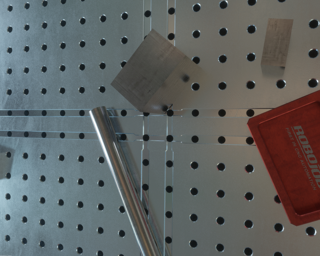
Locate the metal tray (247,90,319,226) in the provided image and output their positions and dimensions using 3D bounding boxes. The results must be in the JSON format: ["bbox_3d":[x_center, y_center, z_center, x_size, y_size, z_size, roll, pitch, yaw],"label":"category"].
[{"bbox_3d":[0.167,0.033,0.350,0.090,0.030,0.129,-24,82,18],"label":"metal tray"}]

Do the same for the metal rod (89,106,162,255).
[{"bbox_3d":[-0.035,0.111,0.424,0.025,0.025,0.299,-24,82,18],"label":"metal rod"}]

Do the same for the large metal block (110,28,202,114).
[{"bbox_3d":[-0.002,-0.065,0.384,0.050,0.080,0.080,43,103,15],"label":"large metal block"}]

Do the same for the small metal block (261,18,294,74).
[{"bbox_3d":[0.133,-0.091,0.352,0.025,0.050,0.050,10,94,20],"label":"small metal block"}]
